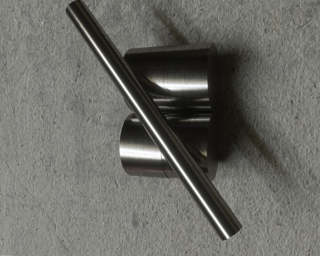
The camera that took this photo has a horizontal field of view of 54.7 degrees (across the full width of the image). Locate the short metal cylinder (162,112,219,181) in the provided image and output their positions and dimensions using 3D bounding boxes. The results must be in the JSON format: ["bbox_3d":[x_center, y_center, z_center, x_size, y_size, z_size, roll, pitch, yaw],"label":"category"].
[{"bbox_3d":[0.039,0.021,0.367,0.050,0.080,0.079,1,90,20],"label":"short metal cylinder"}]

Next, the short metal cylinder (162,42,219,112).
[{"bbox_3d":[0.039,-0.059,0.367,0.050,0.080,0.079,1,90,20],"label":"short metal cylinder"}]

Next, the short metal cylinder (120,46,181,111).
[{"bbox_3d":[-0.008,-0.060,0.384,0.050,0.080,0.079,1,90,20],"label":"short metal cylinder"}]

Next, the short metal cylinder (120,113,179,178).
[{"bbox_3d":[-0.009,0.021,0.384,0.050,0.080,0.079,1,90,20],"label":"short metal cylinder"}]

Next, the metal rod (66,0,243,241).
[{"bbox_3d":[-0.014,-0.018,0.330,0.025,0.025,0.299,-38,78,16],"label":"metal rod"}]
